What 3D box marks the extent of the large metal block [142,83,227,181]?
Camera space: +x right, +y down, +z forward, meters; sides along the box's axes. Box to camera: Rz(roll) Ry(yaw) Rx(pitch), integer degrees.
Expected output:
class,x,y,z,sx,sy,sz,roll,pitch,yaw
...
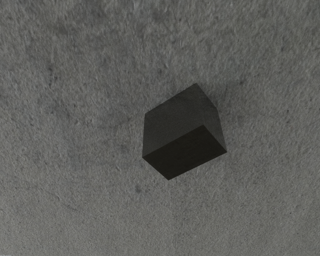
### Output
class,x,y,z,sx,sy,sz,roll,pitch,yaw
large metal block,0.027,0.004,0.374,0.080,0.080,0.050,-30,124,23
